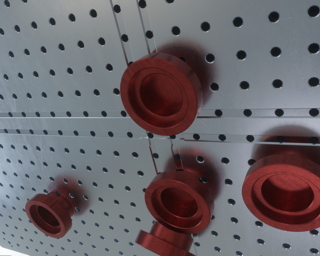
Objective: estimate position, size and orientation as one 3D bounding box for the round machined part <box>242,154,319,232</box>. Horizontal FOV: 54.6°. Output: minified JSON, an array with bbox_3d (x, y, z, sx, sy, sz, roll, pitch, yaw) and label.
[{"bbox_3d":[0.150,0.071,0.365,0.098,0.042,0.097,13,124,21],"label":"round machined part"}]

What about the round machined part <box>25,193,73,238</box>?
[{"bbox_3d":[-0.215,0.169,0.619,0.098,0.042,0.097,13,124,21],"label":"round machined part"}]

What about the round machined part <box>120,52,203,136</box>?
[{"bbox_3d":[0.005,-0.043,0.372,0.098,0.042,0.097,13,124,21],"label":"round machined part"}]

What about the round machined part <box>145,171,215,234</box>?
[{"bbox_3d":[0.031,0.101,0.447,0.098,0.042,0.097,13,123,20],"label":"round machined part"}]

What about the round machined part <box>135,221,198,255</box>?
[{"bbox_3d":[0.014,0.179,0.485,0.098,0.042,0.098,23,161,8],"label":"round machined part"}]
